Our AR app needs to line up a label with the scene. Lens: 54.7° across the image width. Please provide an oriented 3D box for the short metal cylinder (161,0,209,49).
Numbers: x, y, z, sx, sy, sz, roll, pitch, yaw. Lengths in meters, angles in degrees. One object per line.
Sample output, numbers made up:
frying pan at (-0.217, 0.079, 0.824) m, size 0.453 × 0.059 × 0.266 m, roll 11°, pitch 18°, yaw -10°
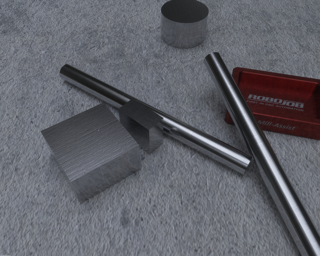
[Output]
short metal cylinder at (0.042, -0.183, 0.541) m, size 0.081 × 0.050 × 0.080 m, roll 0°, pitch 50°, yaw 0°

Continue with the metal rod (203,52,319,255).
metal rod at (0.116, 0.026, 0.355) m, size 0.025 × 0.025 × 0.299 m, roll -13°, pitch 60°, yaw -11°

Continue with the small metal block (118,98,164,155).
small metal block at (-0.023, -0.002, 0.388) m, size 0.050 × 0.050 × 0.025 m, roll 34°, pitch 58°, yaw 25°

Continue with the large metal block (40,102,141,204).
large metal block at (-0.079, 0.027, 0.363) m, size 0.081 × 0.050 × 0.080 m, roll -28°, pitch 56°, yaw -22°

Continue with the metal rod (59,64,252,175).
metal rod at (-0.020, -0.021, 0.420) m, size 0.300 × 0.025 × 0.025 m, roll 28°, pitch 55°, yaw 21°

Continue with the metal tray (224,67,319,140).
metal tray at (0.162, -0.037, 0.433) m, size 0.131 × 0.030 × 0.090 m, roll 11°, pitch 51°, yaw 8°
